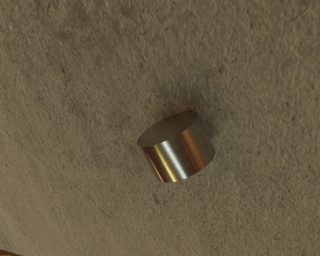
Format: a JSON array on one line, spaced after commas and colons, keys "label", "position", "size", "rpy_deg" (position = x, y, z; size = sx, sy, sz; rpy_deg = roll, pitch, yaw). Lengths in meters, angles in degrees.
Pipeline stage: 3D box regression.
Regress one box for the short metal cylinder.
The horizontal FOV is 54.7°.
[{"label": "short metal cylinder", "position": [0.019, 0.021, 0.373], "size": [0.080, 0.080, 0.050], "rpy_deg": [-16, 110, 34]}]
